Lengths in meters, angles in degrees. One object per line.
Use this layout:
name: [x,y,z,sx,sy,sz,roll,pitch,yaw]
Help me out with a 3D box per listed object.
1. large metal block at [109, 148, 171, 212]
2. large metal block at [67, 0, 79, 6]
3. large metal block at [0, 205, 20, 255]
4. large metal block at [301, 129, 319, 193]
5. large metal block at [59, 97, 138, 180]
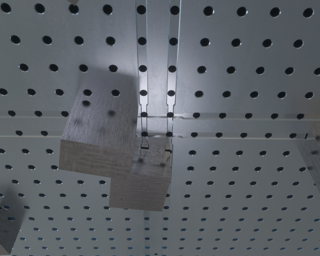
large metal block: [-0.031,0.077,0.460,0.080,0.050,0.079,6,130,-6]
large metal block: [-0.079,-0.165,0.254,0.080,0.050,0.080,33,123,-25]
large metal block: [-0.313,0.184,0.549,0.080,0.050,0.080,-6,130,5]
large metal block: [0.249,0.045,0.415,0.080,0.080,0.050,-1,130,1]
large metal block: [-0.074,0.012,0.385,0.080,0.080,0.050,11,129,-9]
